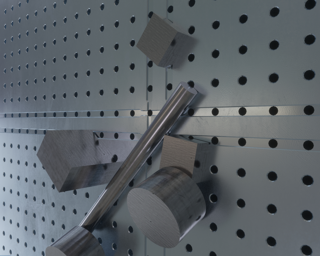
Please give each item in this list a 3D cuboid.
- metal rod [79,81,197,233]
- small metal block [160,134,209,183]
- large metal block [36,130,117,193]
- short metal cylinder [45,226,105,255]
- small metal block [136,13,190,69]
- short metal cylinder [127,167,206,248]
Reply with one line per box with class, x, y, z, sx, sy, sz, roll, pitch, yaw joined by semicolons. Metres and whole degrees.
metal rod;-0.044;0.059;0.445;0.025;0.025;0.298;51;120;28
small metal block;0.029;0.038;0.386;0.050;0.025;0.050;14;99;39
large metal block;-0.130;0.047;0.481;0.080;0.081;0.050;47;118;30
short metal cylinder;-0.132;0.203;0.486;0.080;0.050;0.079;17;121;30
small metal block;0.003;-0.114;0.407;0.050;0.025;0.050;47;118;29
short metal cylinder;0.007;0.093;0.370;0.080;0.050;0.079;23;128;34
